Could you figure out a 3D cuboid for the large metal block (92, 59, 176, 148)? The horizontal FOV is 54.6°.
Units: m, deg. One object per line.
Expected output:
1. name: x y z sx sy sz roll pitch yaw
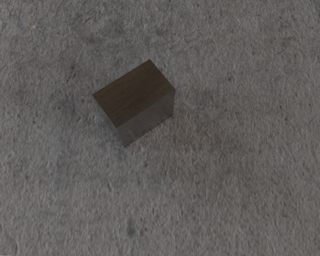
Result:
1. large metal block: -0.030 -0.027 0.389 0.080 0.080 0.050 -34 74 -12
